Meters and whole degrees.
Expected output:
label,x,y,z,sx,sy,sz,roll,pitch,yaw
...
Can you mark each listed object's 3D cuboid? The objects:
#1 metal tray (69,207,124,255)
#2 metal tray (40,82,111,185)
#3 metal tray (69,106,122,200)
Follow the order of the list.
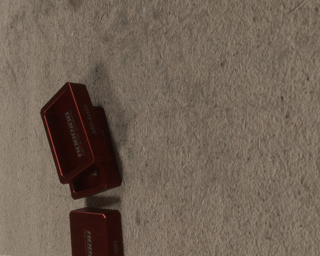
label,x,y,z,sx,sy,sz,roll,pitch,yaw
metal tray,-0.098,0.193,0.480,0.090,0.030,0.129,-8,85,39
metal tray,-0.131,0.008,0.466,0.090,0.030,0.130,-35,69,34
metal tray,-0.115,0.040,0.493,0.090,0.030,0.129,-25,74,37
